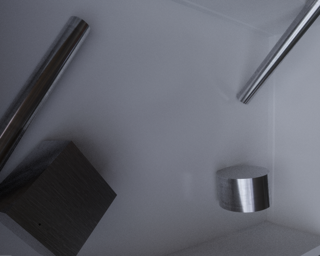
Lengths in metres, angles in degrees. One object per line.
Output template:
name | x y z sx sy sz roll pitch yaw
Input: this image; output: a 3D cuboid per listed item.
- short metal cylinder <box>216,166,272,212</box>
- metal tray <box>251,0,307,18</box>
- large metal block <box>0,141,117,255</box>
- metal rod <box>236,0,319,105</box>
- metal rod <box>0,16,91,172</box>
short metal cylinder | 0.131 0.093 0.484 0.081 0.080 0.050 -11 97 -40
metal tray | 0.235 -0.259 0.566 0.130 0.090 0.030 -53 121 -27
large metal block | -0.100 0.068 0.295 0.080 0.050 0.080 -56 129 -36
metal rod | 0.210 -0.156 0.455 0.025 0.025 0.298 0 134 -41
metal rod | -0.147 0.016 0.284 0.025 0.025 0.300 39 66 -34
